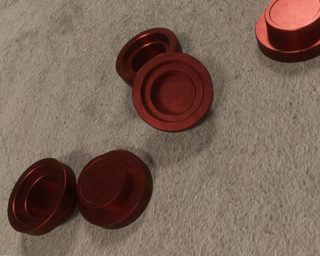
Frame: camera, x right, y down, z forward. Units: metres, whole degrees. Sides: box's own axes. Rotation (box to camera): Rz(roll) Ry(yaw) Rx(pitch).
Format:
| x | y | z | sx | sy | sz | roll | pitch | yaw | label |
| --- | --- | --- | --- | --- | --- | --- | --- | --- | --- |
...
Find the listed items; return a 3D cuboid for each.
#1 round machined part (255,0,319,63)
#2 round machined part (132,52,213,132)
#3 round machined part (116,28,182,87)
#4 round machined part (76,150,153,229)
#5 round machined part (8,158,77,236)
| x | y | z | sx | sy | sz | roll | pitch | yaw | label |
| --- | --- | --- | --- | --- | --- | --- | --- | --- | --- |
| 0.169 | -0.133 | 0.386 | 0.098 | 0.042 | 0.098 | -13 | 56 | 20 | round machined part |
| 0.018 | -0.042 | 0.392 | 0.098 | 0.042 | 0.097 | -1 | 84 | 10 | round machined part |
| -0.012 | -0.097 | 0.456 | 0.098 | 0.042 | 0.098 | -14 | 54 | 21 | round machined part |
| -0.062 | 0.070 | 0.381 | 0.098 | 0.042 | 0.098 | -13 | 56 | 20 | round machined part |
| -0.148 | 0.092 | 0.409 | 0.098 | 0.042 | 0.098 | -15 | 55 | 23 | round machined part |
